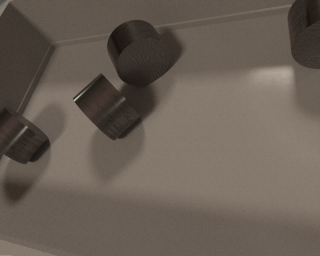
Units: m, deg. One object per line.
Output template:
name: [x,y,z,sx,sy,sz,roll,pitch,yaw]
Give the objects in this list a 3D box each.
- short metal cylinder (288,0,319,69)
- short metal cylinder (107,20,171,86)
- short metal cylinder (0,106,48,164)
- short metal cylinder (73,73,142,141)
short metal cylinder: [0.186,-0.110,0.341,0.080,0.080,0.050,-7,59,24]
short metal cylinder: [-0.031,-0.109,0.452,0.080,0.080,0.050,-32,52,7]
short metal cylinder: [-0.222,0.011,0.477,0.080,0.080,0.050,33,80,38]
short metal cylinder: [-0.071,-0.029,0.424,0.050,0.080,0.080,-43,51,-1]
